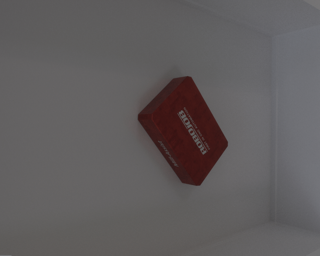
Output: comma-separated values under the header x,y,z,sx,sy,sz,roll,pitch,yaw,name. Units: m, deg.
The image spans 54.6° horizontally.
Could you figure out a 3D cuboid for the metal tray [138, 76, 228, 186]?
x,y,z,sx,sy,sz,roll,pitch,yaw,name
0.037,0.005,0.434,0.090,0.030,0.130,-49,119,-29,metal tray
